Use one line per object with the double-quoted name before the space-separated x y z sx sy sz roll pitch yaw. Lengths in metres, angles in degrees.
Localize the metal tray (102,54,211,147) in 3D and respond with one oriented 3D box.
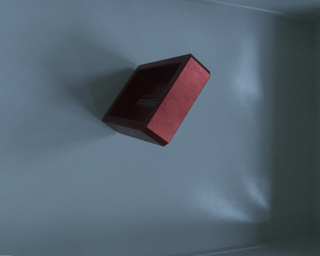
"metal tray" -0.011 -0.032 0.350 0.030 0.130 0.090 38 78 -25
